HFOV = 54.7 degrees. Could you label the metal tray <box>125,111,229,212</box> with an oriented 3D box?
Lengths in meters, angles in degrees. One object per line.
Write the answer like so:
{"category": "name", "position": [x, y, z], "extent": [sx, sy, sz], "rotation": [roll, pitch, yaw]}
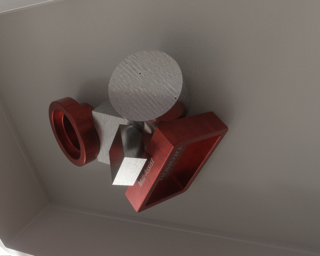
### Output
{"category": "metal tray", "position": [0.018, 0.043, 0.379], "extent": [0.030, 0.091, 0.129], "rotation": [50, 134, 28]}

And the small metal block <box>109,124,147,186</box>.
{"category": "small metal block", "position": [-0.039, 0.032, 0.363], "extent": [0.025, 0.050, 0.050], "rotation": [8, 132, -23]}

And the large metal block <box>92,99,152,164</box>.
{"category": "large metal block", "position": [-0.039, 0.009, 0.415], "extent": [0.080, 0.050, 0.079], "rotation": [14, 124, 20]}

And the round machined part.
{"category": "round machined part", "position": [-0.114, 0.002, 0.440], "extent": [0.098, 0.042, 0.097], "rotation": [30, 133, 39]}

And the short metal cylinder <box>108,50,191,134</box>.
{"category": "short metal cylinder", "position": [-0.010, -0.038, 0.343], "extent": [0.080, 0.080, 0.050], "rotation": [15, 169, 19]}
